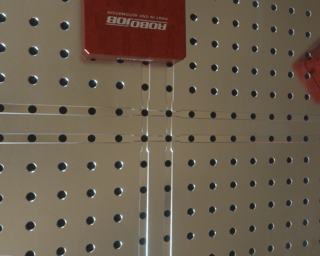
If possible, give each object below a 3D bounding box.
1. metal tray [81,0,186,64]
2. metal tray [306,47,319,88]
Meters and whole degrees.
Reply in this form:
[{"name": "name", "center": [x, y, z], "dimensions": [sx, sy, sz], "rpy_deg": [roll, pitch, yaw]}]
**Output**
[{"name": "metal tray", "center": [-0.032, -0.133, 0.398], "dimensions": [0.131, 0.030, 0.090], "rpy_deg": [-1, 91, -20]}, {"name": "metal tray", "center": [0.317, -0.116, 0.525], "dimensions": [0.130, 0.030, 0.090], "rpy_deg": [-42, 103, -15]}]
